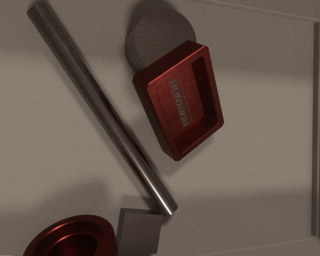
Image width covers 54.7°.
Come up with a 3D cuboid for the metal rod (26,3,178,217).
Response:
[{"bbox_3d":[-0.065,-0.013,0.387,0.025,0.025,0.299,-36,102,-17],"label":"metal rod"}]

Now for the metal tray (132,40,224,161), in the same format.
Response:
[{"bbox_3d":[0.029,-0.030,0.386,0.090,0.030,0.129,-37,133,-16],"label":"metal tray"}]

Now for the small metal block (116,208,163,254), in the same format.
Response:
[{"bbox_3d":[-0.028,0.133,0.401,0.050,0.025,0.050,10,87,-20],"label":"small metal block"}]

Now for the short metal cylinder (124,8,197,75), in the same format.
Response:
[{"bbox_3d":[0.000,-0.106,0.398,0.081,0.050,0.079,0,90,-20],"label":"short metal cylinder"}]

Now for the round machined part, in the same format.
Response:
[{"bbox_3d":[-0.094,0.144,0.341,0.099,0.098,0.042,-18,114,-19],"label":"round machined part"}]
